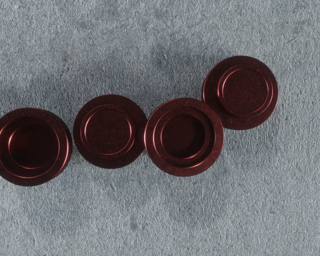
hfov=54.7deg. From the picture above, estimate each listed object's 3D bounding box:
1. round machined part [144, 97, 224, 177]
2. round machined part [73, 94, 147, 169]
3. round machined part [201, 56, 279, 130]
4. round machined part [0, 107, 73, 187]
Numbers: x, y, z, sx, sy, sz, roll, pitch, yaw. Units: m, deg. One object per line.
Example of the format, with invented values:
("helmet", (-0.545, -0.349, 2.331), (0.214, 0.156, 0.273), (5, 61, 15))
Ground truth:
("round machined part", (0.028, 0.010, 0.398), (0.099, 0.042, 0.097), (0, 94, -5))
("round machined part", (-0.064, 0.005, 0.401), (0.099, 0.042, 0.097), (0, 90, 0))
("round machined part", (0.105, -0.046, 0.402), (0.099, 0.042, 0.097), (0, 90, 0))
("round machined part", (-0.162, 0.023, 0.400), (0.099, 0.042, 0.097), (0, 90, 0))
